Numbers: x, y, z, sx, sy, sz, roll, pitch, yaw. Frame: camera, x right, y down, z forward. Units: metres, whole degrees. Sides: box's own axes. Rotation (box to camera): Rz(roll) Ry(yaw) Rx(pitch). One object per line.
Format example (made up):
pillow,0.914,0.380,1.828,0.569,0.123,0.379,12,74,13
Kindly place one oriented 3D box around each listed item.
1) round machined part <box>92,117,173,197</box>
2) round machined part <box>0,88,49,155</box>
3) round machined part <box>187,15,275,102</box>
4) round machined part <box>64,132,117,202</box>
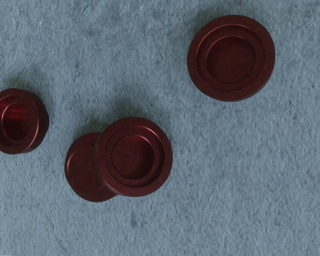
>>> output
round machined part,-0.037,0.038,0.394,0.099,0.042,0.098,5,77,-23
round machined part,-0.211,-0.010,0.472,0.098,0.042,0.097,0,90,19
round machined part,0.085,-0.080,0.370,0.098,0.042,0.097,0,90,19
round machined part,-0.092,0.055,0.431,0.098,0.042,0.097,0,90,19
